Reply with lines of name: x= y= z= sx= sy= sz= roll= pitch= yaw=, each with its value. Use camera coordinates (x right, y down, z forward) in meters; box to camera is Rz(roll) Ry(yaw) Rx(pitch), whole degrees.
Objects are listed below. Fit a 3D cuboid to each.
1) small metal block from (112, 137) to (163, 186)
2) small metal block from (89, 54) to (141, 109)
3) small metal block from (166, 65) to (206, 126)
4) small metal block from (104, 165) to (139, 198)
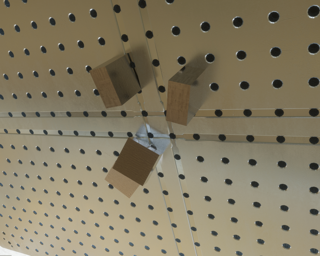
small metal block: x=-0.031 y=0.047 z=0.443 sx=0.050 sy=0.025 sz=0.050 roll=29 pitch=96 yaw=10
small metal block: x=-0.054 y=-0.059 z=0.388 sx=0.025 sy=0.050 sz=0.050 roll=-8 pitch=115 yaw=32
small metal block: x=0.030 y=-0.038 z=0.356 sx=0.025 sy=0.050 sz=0.050 roll=16 pitch=125 yaw=19
small metal block: x=-0.052 y=0.075 z=0.486 sx=0.050 sy=0.025 sz=0.050 roll=37 pitch=129 yaw=3
